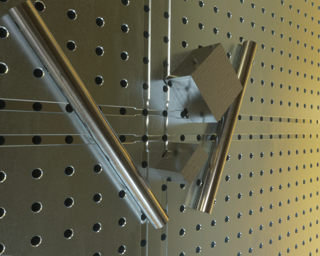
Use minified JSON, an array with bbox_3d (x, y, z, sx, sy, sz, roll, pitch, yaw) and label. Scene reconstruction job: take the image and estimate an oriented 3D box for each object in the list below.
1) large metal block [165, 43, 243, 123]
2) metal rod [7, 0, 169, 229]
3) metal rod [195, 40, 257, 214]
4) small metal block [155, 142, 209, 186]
[{"bbox_3d":[0.066,-0.064,0.451,0.080,0.050,0.080,-49,119,-29],"label":"large metal block"},{"bbox_3d":[-0.067,0.004,0.354,0.025,0.025,0.299,-44,117,-31],"label":"metal rod"},{"bbox_3d":[0.111,-0.010,0.505,0.025,0.025,0.299,31,71,-36],"label":"metal rod"},{"bbox_3d":[0.029,0.047,0.420,0.050,0.050,0.025,-52,121,-28],"label":"small metal block"}]
